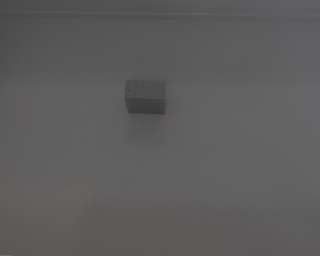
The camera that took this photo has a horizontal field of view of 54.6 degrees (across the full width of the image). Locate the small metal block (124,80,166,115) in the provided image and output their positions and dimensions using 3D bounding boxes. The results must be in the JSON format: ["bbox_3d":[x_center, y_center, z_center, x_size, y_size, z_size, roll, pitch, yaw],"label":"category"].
[{"bbox_3d":[-0.018,-0.040,0.411,0.050,0.050,0.025,2,70,1],"label":"small metal block"}]
